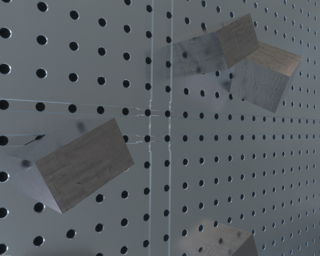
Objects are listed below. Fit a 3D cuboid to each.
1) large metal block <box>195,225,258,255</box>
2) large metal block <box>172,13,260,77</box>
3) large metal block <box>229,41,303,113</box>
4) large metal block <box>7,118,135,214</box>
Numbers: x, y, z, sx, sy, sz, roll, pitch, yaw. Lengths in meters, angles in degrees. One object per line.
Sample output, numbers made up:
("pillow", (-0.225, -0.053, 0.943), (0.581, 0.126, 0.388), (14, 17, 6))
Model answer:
("large metal block", (0.110, 0.215, 0.484), (0.081, 0.050, 0.080), (-28, 108, -36))
("large metal block", (0.079, -0.116, 0.438), (0.080, 0.080, 0.050), (-36, 112, -34))
("large metal block", (0.163, -0.081, 0.487), (0.050, 0.080, 0.080), (-49, 155, -29))
("large metal block", (-0.087, 0.030, 0.300), (0.080, 0.080, 0.050), (-33, 111, -35))
